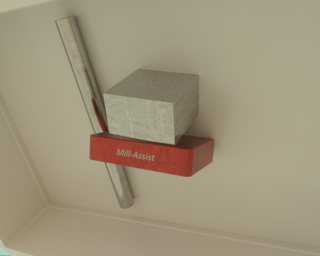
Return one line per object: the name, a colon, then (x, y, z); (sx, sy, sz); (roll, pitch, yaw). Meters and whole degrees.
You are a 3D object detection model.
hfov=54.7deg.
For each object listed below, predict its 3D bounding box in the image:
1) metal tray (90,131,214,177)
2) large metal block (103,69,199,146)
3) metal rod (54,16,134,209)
metal tray: (-0.008, 0.026, 0.382); (0.130, 0.090, 0.030); (7, 98, 24)
large metal block: (-0.006, -0.028, 0.358); (0.080, 0.080, 0.050); (10, 123, 22)
metal rod: (-0.087, -0.005, 0.448); (0.025, 0.025, 0.298); (1, 119, 27)
